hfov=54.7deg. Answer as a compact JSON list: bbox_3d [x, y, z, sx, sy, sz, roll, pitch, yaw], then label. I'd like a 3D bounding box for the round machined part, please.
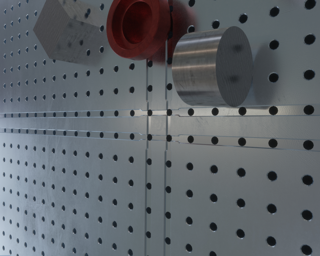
[{"bbox_3d":[-0.024,-0.140,0.418,0.098,0.042,0.097,0,90,40],"label":"round machined part"}]

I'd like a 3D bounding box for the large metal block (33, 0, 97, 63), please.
[{"bbox_3d":[-0.165,-0.171,0.529,0.080,0.050,0.080,-50,61,28],"label":"large metal block"}]

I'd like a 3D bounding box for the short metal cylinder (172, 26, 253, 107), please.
[{"bbox_3d":[0.057,-0.063,0.326,0.050,0.081,0.079,5,94,40],"label":"short metal cylinder"}]
